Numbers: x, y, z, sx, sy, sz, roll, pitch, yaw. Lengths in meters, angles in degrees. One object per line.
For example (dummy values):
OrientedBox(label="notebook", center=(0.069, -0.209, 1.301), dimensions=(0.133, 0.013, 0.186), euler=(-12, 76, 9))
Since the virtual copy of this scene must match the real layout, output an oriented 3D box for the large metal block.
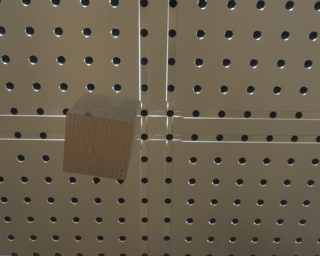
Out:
OrientedBox(label="large metal block", center=(-0.077, 0.016, 0.405), dimensions=(0.080, 0.050, 0.079), euler=(9, 110, -3))
